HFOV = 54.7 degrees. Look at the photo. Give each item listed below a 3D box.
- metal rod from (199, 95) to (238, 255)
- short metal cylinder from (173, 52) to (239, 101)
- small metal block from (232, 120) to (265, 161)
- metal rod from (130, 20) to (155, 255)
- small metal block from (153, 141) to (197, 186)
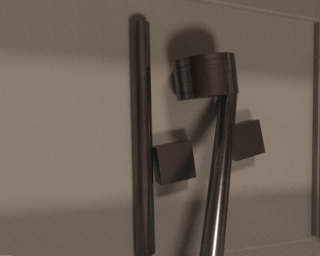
[{"bbox_3d":[0.071,0.072,0.371,0.025,0.025,0.300,26,56,-19],"label":"metal rod"},{"bbox_3d":[0.059,-0.065,0.404,0.081,0.080,0.050,-8,93,-20],"label":"short metal cylinder"},{"bbox_3d":[0.123,0.017,0.458,0.050,0.025,0.050,-14,95,-20],"label":"small metal block"},{"bbox_3d":[-0.022,0.014,0.403,0.025,0.025,0.298,-2,91,-20],"label":"metal rod"},{"bbox_3d":[0.018,0.046,0.418,0.050,0.025,0.050,-10,94,-20],"label":"small metal block"}]
